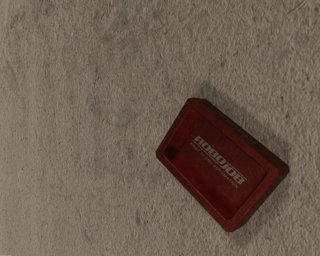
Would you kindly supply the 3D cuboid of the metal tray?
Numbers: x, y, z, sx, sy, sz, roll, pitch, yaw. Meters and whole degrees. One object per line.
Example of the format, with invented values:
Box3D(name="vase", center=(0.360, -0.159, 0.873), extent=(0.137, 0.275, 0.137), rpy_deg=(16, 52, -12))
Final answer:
Box3D(name="metal tray", center=(0.062, 0.037, 0.348), extent=(0.130, 0.030, 0.089), rpy_deg=(44, 116, 30))
